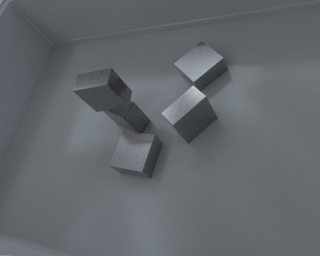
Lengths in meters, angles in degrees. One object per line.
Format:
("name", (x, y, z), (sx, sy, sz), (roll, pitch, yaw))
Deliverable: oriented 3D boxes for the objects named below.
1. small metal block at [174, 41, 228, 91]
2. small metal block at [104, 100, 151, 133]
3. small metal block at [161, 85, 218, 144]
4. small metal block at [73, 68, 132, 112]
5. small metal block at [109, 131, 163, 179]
("small metal block", (0.056, -0.085, 0.427), (0.050, 0.025, 0.050), (-39, 51, 1))
("small metal block", (-0.049, -0.020, 0.426), (0.050, 0.050, 0.025), (24, 75, 36))
("small metal block", (0.037, -0.015, 0.378), (0.050, 0.050, 0.025), (-42, 51, -1))
("small metal block", (-0.071, -0.046, 0.389), (0.050, 0.050, 0.025), (-6, 59, 25))
("small metal block", (-0.030, 0.034, 0.399), (0.050, 0.025, 0.050), (5, 64, 30))
